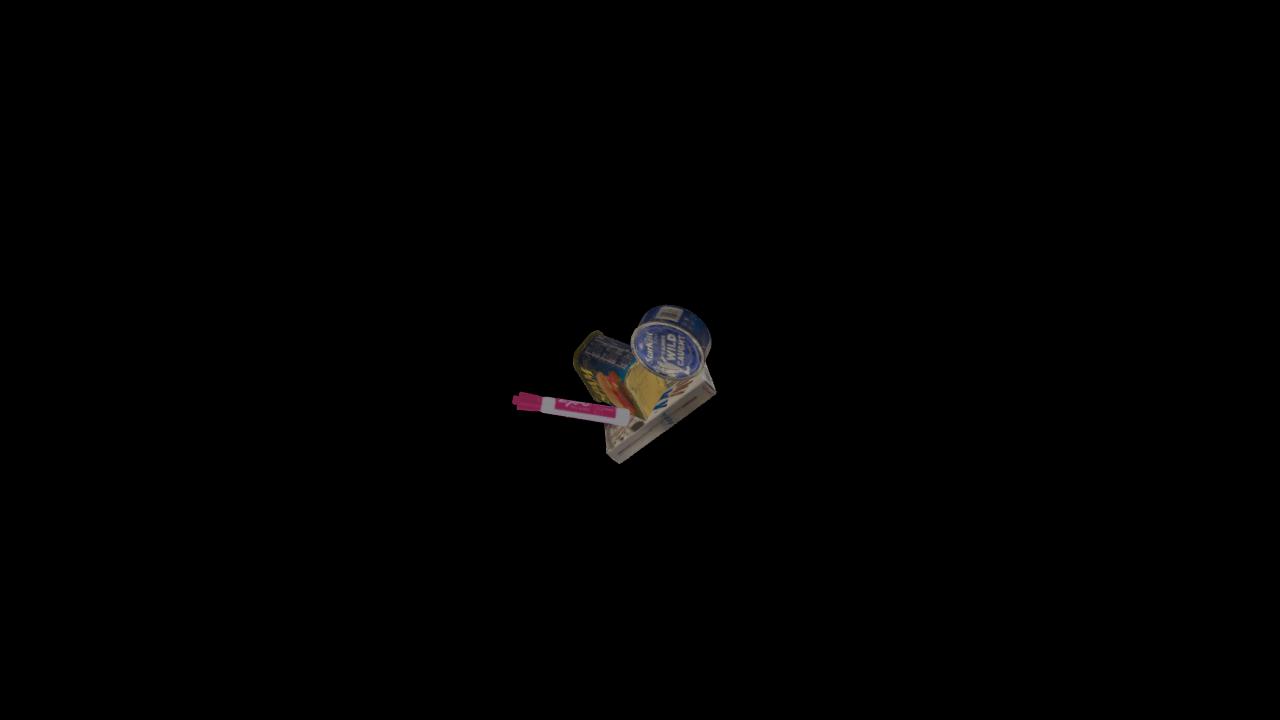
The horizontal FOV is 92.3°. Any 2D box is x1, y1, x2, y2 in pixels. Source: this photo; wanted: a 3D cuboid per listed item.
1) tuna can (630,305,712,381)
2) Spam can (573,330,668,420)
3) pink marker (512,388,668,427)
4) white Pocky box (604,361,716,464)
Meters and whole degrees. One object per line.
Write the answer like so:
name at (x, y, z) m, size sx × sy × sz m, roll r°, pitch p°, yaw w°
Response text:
tuna can at (0.034, -0.018, 0.665) m, size 0.084 × 0.084 × 0.034 m, roll 0°, pitch 42°, yaw 28°
Spam can at (-0.020, 0.021, 0.740) m, size 0.085 × 0.058 × 0.101 m, roll 21°, pitch -28°, yaw 34°
pink marker at (-0.070, 0.051, 0.633) m, size 0.121 × 0.020 × 0.020 m, roll 11°, pitch -3°, yaw -15°
white Pocky box at (0.021, 0.057, 0.764) m, size 0.154 × 0.028 × 0.084 m, roll -38°, pitch 26°, yaw 15°
